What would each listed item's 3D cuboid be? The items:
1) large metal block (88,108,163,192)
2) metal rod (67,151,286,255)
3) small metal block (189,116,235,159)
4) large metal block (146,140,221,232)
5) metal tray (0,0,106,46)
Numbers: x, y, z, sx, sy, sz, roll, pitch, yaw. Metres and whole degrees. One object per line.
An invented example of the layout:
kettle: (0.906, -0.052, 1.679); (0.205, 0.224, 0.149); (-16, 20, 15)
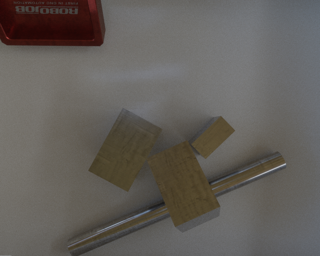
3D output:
large metal block: (-0.038, 0.024, 0.383); (0.050, 0.080, 0.080); (29, 90, 0)
metal rod: (0.023, 0.101, 0.411); (0.301, 0.025, 0.025); (-23, 90, -1)
small metal block: (0.064, 0.011, 0.400); (0.050, 0.050, 0.025); (-44, 91, 0)
large metal block: (0.029, 0.072, 0.364); (0.050, 0.080, 0.080); (-24, 66, -1)
metal tray: (-0.139, -0.145, 0.376); (0.131, 0.090, 0.030); (0, 54, -1)
